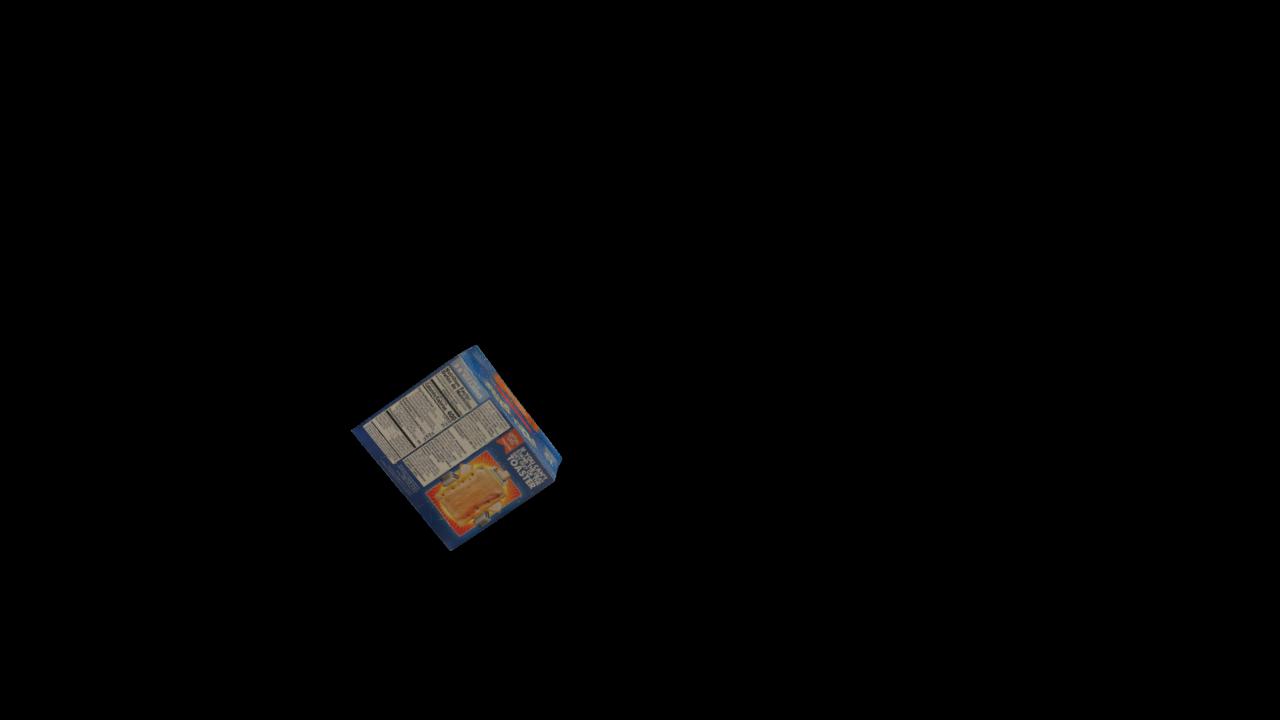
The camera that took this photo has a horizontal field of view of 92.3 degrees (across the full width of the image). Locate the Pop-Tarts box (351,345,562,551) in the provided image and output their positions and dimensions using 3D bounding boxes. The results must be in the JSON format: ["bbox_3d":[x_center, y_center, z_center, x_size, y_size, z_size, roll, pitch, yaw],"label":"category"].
[{"bbox_3d":[-0.192,0.093,0.672,0.141,0.167,0.083,-35,11,4],"label":"Pop-Tarts box"}]
